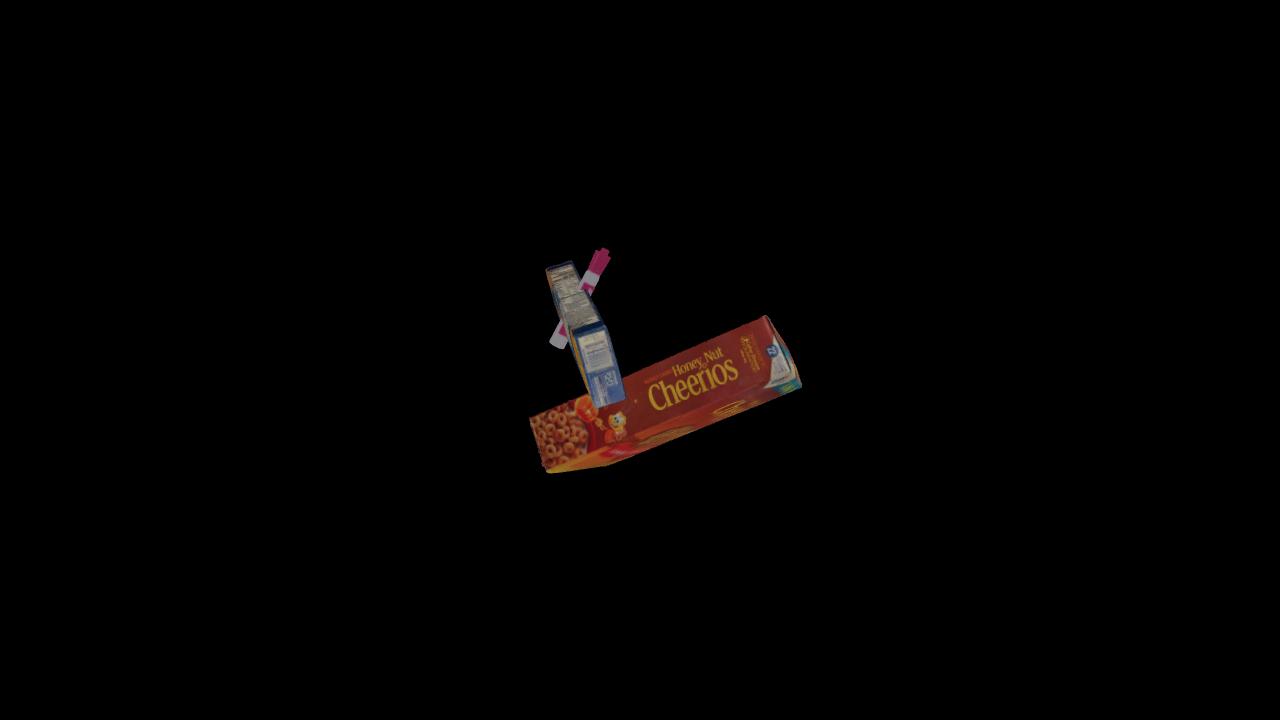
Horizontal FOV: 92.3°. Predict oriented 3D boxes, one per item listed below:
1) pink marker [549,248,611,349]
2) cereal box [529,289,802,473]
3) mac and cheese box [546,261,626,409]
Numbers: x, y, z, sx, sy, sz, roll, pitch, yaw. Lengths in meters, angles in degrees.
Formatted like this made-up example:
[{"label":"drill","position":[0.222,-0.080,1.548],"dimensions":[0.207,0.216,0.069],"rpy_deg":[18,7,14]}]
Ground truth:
[{"label":"pink marker","position":[-0.066,-0.068,0.680],"dimensions":[0.020,0.121,0.020],"rpy_deg":[28,11,-6]},{"label":"cereal box","position":[0.044,0.053,0.769],"dimensions":[0.306,0.081,0.203],"rpy_deg":[-23,-13,13]},{"label":"mac and cheese box","position":[-0.064,-0.035,0.689],"dimensions":[0.041,0.093,0.184],"rpy_deg":[-20,33,-7]}]
